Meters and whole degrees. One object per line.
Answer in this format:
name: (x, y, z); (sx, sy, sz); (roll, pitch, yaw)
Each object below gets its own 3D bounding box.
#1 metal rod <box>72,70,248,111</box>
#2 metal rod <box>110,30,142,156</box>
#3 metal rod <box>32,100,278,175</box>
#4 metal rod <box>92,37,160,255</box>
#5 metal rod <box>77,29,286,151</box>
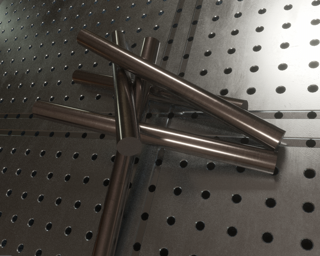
metal rod: (-0.021, -0.055, 0.451); (0.300, 0.025, 0.025); (16, 70, 34)
metal rod: (-0.052, -0.071, 0.426); (0.025, 0.025, 0.300); (-28, 36, 10)
metal rod: (-0.020, 0.006, 0.367); (0.301, 0.025, 0.025); (12, 67, 17)
metal rod: (-0.039, 0.015, 0.397); (0.025, 0.025, 0.299); (0, 68, 28)
metal rod: (0.009, -0.058, 0.386); (0.300, 0.025, 0.025); (31, 79, 23)
